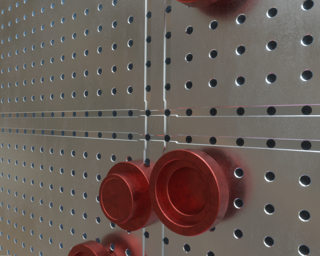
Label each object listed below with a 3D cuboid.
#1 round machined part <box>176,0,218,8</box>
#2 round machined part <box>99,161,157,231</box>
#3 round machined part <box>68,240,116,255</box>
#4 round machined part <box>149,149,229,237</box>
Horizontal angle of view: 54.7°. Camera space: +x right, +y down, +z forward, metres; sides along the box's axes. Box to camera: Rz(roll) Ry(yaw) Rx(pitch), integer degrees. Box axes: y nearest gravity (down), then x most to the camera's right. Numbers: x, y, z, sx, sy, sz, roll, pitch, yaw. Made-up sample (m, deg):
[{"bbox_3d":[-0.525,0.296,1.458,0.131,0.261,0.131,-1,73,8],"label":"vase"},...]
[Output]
[{"bbox_3d":[0.052,-0.188,0.354,0.098,0.042,0.097,0,90,39],"label":"round machined part"},{"bbox_3d":[-0.048,0.096,0.436,0.098,0.042,0.097,0,90,39],"label":"round machined part"},{"bbox_3d":[-0.098,0.223,0.477,0.098,0.042,0.097,0,90,39],"label":"round machined part"},{"bbox_3d":[0.037,0.073,0.366,0.098,0.042,0.097,0,90,39],"label":"round machined part"}]
